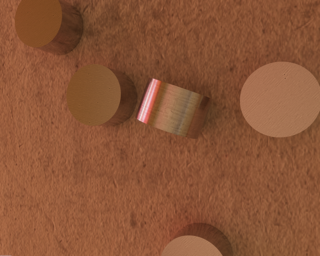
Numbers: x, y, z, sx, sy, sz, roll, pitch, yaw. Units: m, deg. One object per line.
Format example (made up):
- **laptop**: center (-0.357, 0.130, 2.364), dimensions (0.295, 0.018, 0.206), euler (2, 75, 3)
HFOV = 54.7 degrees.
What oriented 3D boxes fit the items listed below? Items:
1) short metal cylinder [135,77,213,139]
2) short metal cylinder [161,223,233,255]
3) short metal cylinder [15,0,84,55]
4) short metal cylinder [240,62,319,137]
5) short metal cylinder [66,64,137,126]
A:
- **short metal cylinder**: center (0.017, -0.024, 0.373), dimensions (0.080, 0.080, 0.050), euler (21, 97, 18)
- **short metal cylinder**: center (0.046, 0.163, 0.379), dimensions (0.080, 0.050, 0.079), euler (0, 90, 19)
- **short metal cylinder**: center (-0.160, -0.151, 0.451), dimensions (0.080, 0.050, 0.079), euler (0, 90, 19)
- **short metal cylinder**: center (0.134, -0.030, 0.349), dimensions (0.080, 0.050, 0.079), euler (0, 90, 19)
- **short metal cylinder**: center (-0.078, -0.043, 0.422), dimensions (0.080, 0.050, 0.079), euler (0, 90, 19)
